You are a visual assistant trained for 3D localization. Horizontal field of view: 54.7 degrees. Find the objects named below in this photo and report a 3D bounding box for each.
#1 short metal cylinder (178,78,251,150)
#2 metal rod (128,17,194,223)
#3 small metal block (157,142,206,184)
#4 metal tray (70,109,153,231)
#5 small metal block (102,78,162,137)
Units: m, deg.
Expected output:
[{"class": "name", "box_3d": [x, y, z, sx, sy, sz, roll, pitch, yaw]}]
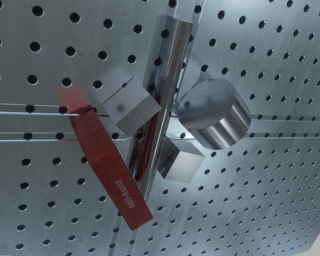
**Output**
[{"class": "short metal cylinder", "box_3d": [0.071, -0.018, 0.405, 0.080, 0.080, 0.050, -44, 130, 2]}, {"class": "metal rod", "box_3d": [-0.008, 0.008, 0.413, 0.025, 0.025, 0.298, 0, 119, -29]}, {"class": "small metal block", "box_3d": [0.032, 0.053, 0.464, 0.050, 0.025, 0.050, 16, 110, -35]}, {"class": "metal tray", "box_3d": [-0.057, 0.051, 0.370, 0.030, 0.090, 0.129, -29, 129, -10]}, {"class": "small metal block", "box_3d": [-0.034, -0.025, 0.361, 0.050, 0.050, 0.025, -41, 130, 0]}]
